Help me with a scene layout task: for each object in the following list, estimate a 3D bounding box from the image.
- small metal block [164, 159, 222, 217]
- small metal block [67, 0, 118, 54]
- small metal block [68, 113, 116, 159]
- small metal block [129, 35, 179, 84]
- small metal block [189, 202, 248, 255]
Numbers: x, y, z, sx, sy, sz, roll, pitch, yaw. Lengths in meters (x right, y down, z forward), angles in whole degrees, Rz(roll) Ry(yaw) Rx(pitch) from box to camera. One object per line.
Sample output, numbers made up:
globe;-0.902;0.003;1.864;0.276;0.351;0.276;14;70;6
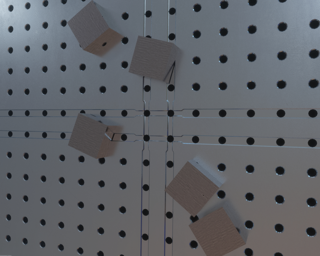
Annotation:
small metal block;0.043;0.076;0.398;0.050;0.025;0.050;40;103;15
small metal block;-0.097;-0.145;0.448;0.050;0.025;0.050;-34;79;16
small metal block;-0.098;0.011;0.448;0.050;0.025;0.050;22;97;18
small metal block;-0.008;-0.092;0.416;0.050;0.025;0.050;18;96;19
small metal block;0.073;0.129;0.387;0.050;0.025;0.050;-35;79;16
